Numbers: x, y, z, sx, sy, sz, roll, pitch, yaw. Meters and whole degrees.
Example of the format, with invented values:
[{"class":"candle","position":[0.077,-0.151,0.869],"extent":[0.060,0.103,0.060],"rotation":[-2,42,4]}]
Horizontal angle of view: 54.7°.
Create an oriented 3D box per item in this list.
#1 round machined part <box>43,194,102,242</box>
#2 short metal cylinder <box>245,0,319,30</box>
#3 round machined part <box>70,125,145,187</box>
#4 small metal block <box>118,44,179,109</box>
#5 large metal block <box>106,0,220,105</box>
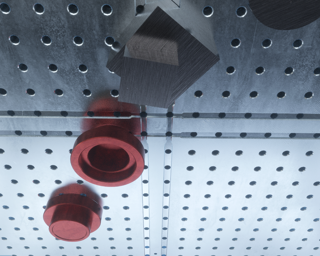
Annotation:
[{"class":"round machined part","position":[-0.152,0.161,0.536],"extent":[0.099,0.042,0.097],"rotation":[0,130,0]},{"class":"short metal cylinder","position":[0.115,-0.137,0.280],"extent":[0.081,0.050,0.079],"rotation":[0,130,0]},{"class":"round machined part","position":[-0.070,0.035,0.429],"extent":[0.099,0.042,0.097],"rotation":[0,130,0]},{"class":"small metal block","position":[-0.012,-0.050,0.303],"extent":[0.050,0.025,0.050],"rotation":[8,130,-7]},{"class":"large metal block","position":[0.003,-0.080,0.327],"extent":[0.080,0.050,0.080],"rotation":[33,123,-25]}]
